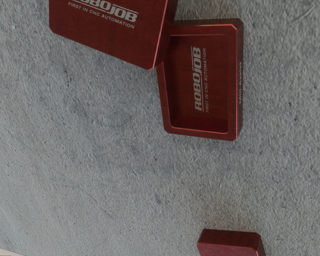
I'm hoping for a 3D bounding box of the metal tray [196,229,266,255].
[{"bbox_3d":[0.118,0.216,0.475,0.090,0.030,0.129,-7,115,31],"label":"metal tray"}]

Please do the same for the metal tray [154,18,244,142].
[{"bbox_3d":[0.045,-0.052,0.347,0.090,0.030,0.129,7,122,24],"label":"metal tray"}]

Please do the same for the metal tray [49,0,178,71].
[{"bbox_3d":[-0.051,-0.124,0.314,0.130,0.030,0.089,24,127,13],"label":"metal tray"}]
